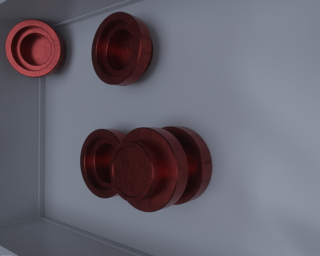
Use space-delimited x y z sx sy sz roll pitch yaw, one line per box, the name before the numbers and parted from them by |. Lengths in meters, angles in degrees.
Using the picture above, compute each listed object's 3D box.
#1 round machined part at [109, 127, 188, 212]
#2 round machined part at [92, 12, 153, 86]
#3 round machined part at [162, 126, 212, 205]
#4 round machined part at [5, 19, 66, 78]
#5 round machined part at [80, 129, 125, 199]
round machined part | -0.020 0.048 0.356 0.098 0.042 0.097 0 90 39
round machined part | -0.048 -0.107 0.433 0.098 0.042 0.097 0 90 39
round machined part | 0.011 0.047 0.385 0.098 0.042 0.097 0 90 39
round machined part | -0.216 -0.138 0.550 0.099 0.042 0.097 0 97 4
round machined part | -0.069 0.050 0.450 0.098 0.042 0.097 0 90 39
